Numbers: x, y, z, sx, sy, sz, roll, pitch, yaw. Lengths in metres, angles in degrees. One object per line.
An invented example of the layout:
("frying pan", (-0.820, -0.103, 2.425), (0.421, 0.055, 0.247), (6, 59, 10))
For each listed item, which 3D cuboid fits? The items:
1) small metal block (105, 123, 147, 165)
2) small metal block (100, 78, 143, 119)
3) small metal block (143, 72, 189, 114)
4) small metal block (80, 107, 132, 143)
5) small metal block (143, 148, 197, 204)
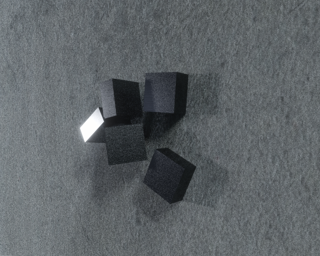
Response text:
("small metal block", (-0.047, 0.022, 0.422), (0.025, 0.050, 0.050), (154, 109, -76))
("small metal block", (-0.053, -0.039, 0.430), (0.025, 0.050, 0.050), (-12, 82, 39))
("small metal block", (0.007, -0.045, 0.397), (0.050, 0.025, 0.050), (6, 94, 39))
("small metal block", (-0.078, -0.003, 0.450), (0.050, 0.050, 0.025), (-43, 59, 31))
("small metal block", (0.011, 0.059, 0.394), (0.050, 0.025, 0.050), (32, 110, 35))
